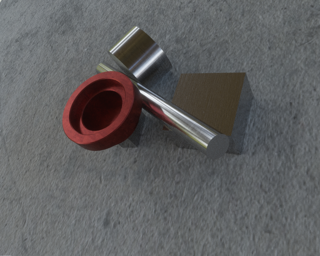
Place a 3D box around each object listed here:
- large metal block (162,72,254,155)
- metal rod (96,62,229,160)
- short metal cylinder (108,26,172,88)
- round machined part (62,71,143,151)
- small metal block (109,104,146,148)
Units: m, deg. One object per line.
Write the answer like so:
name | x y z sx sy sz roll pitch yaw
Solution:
large metal block | 0.059 -0.018 0.369 0.080 0.050 0.080 5 64 30
metal rod | -0.021 -0.040 0.391 0.025 0.025 0.300 -46 37 -4
short metal cylinder | -0.029 -0.097 0.443 0.050 0.080 0.080 -45 51 -3
round machined part | -0.064 -0.017 0.374 0.098 0.042 0.098 -12 58 21
small metal block | -0.046 -0.006 0.416 0.025 0.050 0.050 -2 61 27
